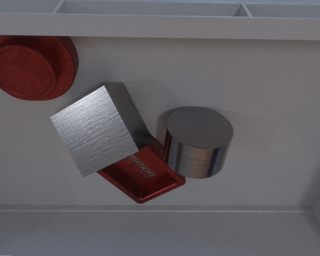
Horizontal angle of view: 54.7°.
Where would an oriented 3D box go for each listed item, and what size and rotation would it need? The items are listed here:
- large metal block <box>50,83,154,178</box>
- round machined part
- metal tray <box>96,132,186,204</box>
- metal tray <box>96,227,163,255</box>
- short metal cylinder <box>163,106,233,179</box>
[{"bbox_3d":[-0.067,0.001,0.370,0.080,0.050,0.080,-27,93,20],"label":"large metal block"},{"bbox_3d":[-0.143,-0.069,0.337,0.099,0.042,0.097,-1,130,0],"label":"round machined part"},{"bbox_3d":[-0.034,0.053,0.450,0.090,0.030,0.130,-30,125,22],"label":"metal tray"},{"bbox_3d":[-0.057,0.222,0.517,0.090,0.131,0.030,4,108,18],"label":"metal tray"},{"bbox_3d":[0.046,0.017,0.388,0.081,0.080,0.050,3,130,-3],"label":"short metal cylinder"}]
